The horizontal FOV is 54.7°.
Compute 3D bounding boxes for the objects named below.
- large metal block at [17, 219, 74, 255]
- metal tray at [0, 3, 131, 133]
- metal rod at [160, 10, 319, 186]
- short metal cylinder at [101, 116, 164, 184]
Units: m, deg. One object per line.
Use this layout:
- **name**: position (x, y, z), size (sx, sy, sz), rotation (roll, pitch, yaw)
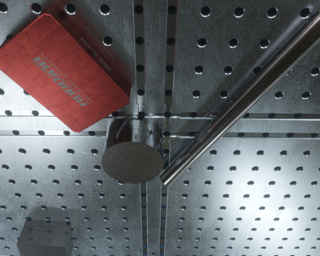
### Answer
- **large metal block**: position (-0.209, 0.216, 0.577), size (0.081, 0.050, 0.079), rotation (4, 130, -5)
- **metal tray**: position (-0.107, -0.061, 0.355), size (0.090, 0.030, 0.130), rotation (-28, 125, 21)
- **metal rod**: position (0.091, -0.017, 0.398), size (0.025, 0.025, 0.298), rotation (26, 125, -21)
- **short metal cylinder**: position (-0.036, 0.031, 0.421), size (0.081, 0.050, 0.079), rotation (0, 130, 0)
